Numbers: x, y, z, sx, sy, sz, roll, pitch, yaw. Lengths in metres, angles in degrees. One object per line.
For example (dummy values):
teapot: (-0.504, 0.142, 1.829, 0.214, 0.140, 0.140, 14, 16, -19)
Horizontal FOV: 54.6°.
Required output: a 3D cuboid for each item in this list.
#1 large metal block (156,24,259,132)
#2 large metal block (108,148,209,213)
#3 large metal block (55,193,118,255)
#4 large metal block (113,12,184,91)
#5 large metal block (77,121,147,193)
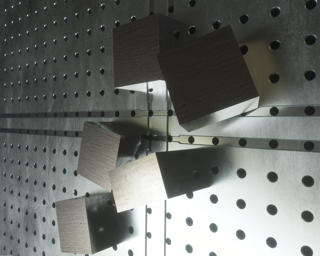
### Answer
large metal block: (0.051, -0.049, 0.332, 0.080, 0.050, 0.080, -20, 76, 11)
large metal block: (-0.001, 0.062, 0.376, 0.080, 0.081, 0.050, -25, 74, 37)
large metal block: (-0.117, 0.150, 0.492, 0.080, 0.050, 0.080, -16, 80, 39)
large metal block: (-0.015, -0.094, 0.407, 0.080, 0.050, 0.080, -3, 88, 40)
large metal block: (-0.072, 0.039, 0.454, 0.080, 0.050, 0.080, 18, 101, 38)
